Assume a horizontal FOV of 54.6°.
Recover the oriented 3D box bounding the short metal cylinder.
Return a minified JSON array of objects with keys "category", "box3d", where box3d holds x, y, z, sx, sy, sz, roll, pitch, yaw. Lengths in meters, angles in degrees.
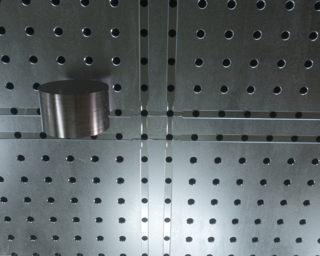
[{"category":"short metal cylinder","box3d":[-0.102,-0.026,0.374,0.080,0.080,0.050,1,110,-1]}]
